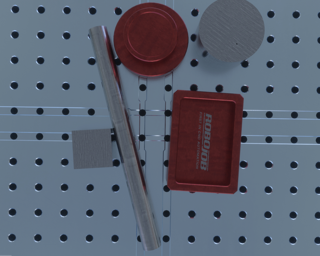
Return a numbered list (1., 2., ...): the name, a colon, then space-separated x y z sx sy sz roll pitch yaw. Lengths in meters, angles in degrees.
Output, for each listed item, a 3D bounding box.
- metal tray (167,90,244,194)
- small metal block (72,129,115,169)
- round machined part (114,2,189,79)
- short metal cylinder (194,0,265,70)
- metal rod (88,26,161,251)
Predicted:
1. metal tray: 0.059 0.018 0.411 0.091 0.030 0.129 4 90 -1
2. small metal block: -0.088 0.027 0.412 0.050 0.025 0.050 -3 90 -1
3. round machined part: -0.012 -0.116 0.405 0.099 0.042 0.097 0 90 -1
4. short metal cylinder: 0.087 -0.120 0.402 0.081 0.050 0.079 0 90 -1
5. metal rod: -0.047 0.014 0.412 0.025 0.025 0.298 -14 90 0
